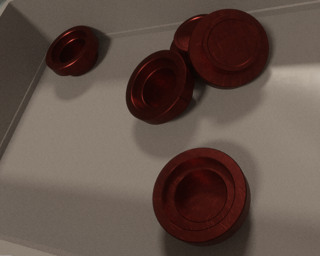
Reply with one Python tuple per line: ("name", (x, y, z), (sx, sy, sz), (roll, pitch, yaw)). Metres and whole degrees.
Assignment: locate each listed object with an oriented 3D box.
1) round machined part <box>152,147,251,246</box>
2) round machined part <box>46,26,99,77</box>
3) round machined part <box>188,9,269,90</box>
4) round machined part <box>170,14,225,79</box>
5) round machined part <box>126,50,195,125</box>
("round machined part", (0.045, 0.073, 0.325), (0.098, 0.042, 0.098), (-13, 56, 20))
("round machined part", (-0.150, -0.131, 0.552), (0.098, 0.042, 0.098), (-13, 56, 20))
("round machined part", (0.084, -0.098, 0.379), (0.099, 0.042, 0.097), (0, 89, 2))
("round machined part", (0.058, -0.121, 0.438), (0.098, 0.042, 0.098), (-13, 56, 20))
("round machined part", (0.005, -0.050, 0.412), (0.098, 0.042, 0.098), (-16, 63, 34))
